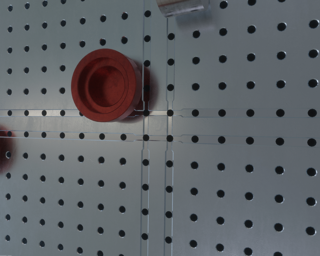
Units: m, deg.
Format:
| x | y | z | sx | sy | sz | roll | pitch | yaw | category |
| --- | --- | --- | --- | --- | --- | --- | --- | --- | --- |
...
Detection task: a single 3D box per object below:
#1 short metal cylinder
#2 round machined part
| x | y | z | sx | sy | sz | roll | pitch | yaw | category |
| --- | --- | --- | --- | --- | --- | --- | --- | --- | --- |
| 0.026 | -0.179 | 0.374 | 0.050 | 0.080 | 0.080 | -4 | 89 | 20 | short metal cylinder |
| -0.069 | -0.056 | 0.428 | 0.098 | 0.042 | 0.097 | 0 | 90 | 20 | round machined part |
